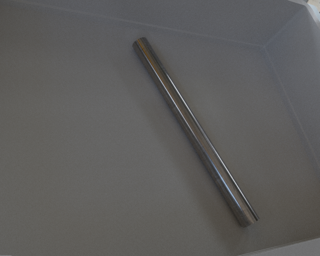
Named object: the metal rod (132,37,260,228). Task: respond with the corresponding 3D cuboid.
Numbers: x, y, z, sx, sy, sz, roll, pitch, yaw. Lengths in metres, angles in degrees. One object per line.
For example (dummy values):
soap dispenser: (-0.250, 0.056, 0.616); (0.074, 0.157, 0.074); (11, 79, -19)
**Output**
metal rod: (0.043, -0.004, 0.432); (0.025, 0.025, 0.299); (-20, 73, -36)
